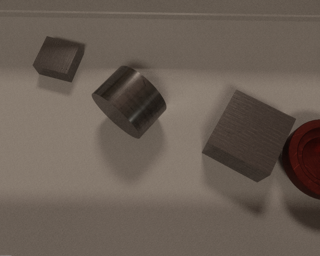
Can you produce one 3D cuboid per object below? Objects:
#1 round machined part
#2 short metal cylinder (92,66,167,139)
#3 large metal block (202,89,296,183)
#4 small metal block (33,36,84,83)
[{"bbox_3d":[0.202,0.041,0.388,0.099,0.042,0.098,0,70,-1],"label":"round machined part"},{"bbox_3d":[-0.039,-0.032,0.392,0.080,0.080,0.050,38,74,12],"label":"short metal cylinder"},{"bbox_3d":[0.111,0.011,0.394,0.080,0.050,0.080,29,72,9],"label":"large metal block"},{"bbox_3d":[-0.144,-0.098,0.444,0.050,0.025,0.050,15,71,5],"label":"small metal block"}]
